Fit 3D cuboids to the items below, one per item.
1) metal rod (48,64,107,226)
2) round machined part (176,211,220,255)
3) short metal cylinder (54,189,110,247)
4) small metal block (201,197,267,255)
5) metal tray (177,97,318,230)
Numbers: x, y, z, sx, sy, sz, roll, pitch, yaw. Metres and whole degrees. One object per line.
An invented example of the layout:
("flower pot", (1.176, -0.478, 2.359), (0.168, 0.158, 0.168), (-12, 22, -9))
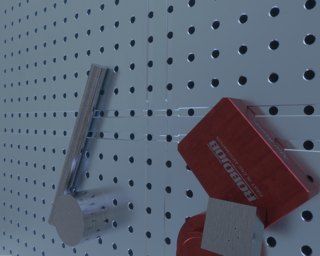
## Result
("metal rod", (-0.144, 0.037, 0.528), (0.025, 0.025, 0.298), (32, 109, 35))
("round machined part", (0.058, 0.147, 0.351), (0.098, 0.042, 0.097), (0, 90, 40))
("short metal cylinder", (-0.126, 0.142, 0.497), (0.080, 0.050, 0.080), (0, 90, 40))
("small metal block", (0.072, 0.098, 0.303), (0.050, 0.025, 0.050), (3, 77, 39))
("metal tray", (0.086, 0.042, 0.335), (0.090, 0.030, 0.130), (-49, 61, 29))
